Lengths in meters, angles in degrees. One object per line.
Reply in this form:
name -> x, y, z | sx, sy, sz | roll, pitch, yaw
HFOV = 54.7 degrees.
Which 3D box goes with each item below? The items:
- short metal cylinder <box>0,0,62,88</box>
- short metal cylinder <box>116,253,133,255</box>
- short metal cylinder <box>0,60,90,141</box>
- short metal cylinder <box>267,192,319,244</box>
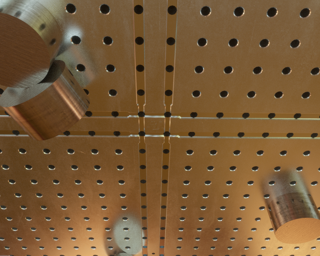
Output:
short metal cylinder -> -0.148, -0.088, 0.318 | 0.081, 0.050, 0.079 | -1, 130, 0
short metal cylinder -> -0.081, 0.306, 0.635 | 0.080, 0.080, 0.050 | 30, 124, -23
short metal cylinder -> -0.127, -0.032, 0.347 | 0.080, 0.080, 0.050 | -18, 128, 14
short metal cylinder -> 0.232, 0.155, 0.531 | 0.081, 0.050, 0.079 | 0, 130, 0
